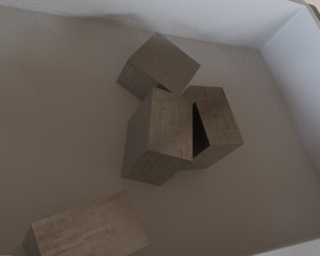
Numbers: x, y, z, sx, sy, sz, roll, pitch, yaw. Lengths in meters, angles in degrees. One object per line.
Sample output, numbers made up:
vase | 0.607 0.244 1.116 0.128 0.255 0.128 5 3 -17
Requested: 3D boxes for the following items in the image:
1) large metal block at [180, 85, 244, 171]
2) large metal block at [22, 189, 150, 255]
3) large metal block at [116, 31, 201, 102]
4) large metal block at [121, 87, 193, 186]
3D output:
large metal block | 0.050 0.002 0.398 0.050 0.080 0.080 -1 62 -29
large metal block | -0.068 0.102 0.272 0.081 0.080 0.050 -14 69 -34
large metal block | -0.001 -0.077 0.438 0.080 0.050 0.080 37 51 -4
large metal block | -0.004 0.013 0.362 0.050 0.080 0.080 17 55 -19
